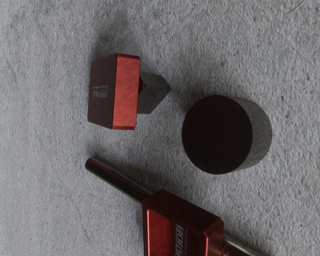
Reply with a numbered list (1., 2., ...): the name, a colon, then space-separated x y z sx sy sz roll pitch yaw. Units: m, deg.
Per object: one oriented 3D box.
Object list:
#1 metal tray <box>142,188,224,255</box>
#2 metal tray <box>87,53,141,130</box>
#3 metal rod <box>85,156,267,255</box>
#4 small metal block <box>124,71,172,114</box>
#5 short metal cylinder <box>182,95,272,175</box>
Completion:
1. metal tray: 0.023 0.145 0.356 0.090 0.030 0.129 18 118 39
2. metal tray: -0.067 -0.048 0.421 0.130 0.030 0.089 12 98 64
3. metal rod: 0.003 0.102 0.400 0.300 0.025 0.025 22 104 37
4. small metal block: -0.021 -0.044 0.404 0.050 0.050 0.025 -47 62 29
5. short metal cylinder: 0.070 0.007 0.329 0.080 0.050 0.079 0 90 39
